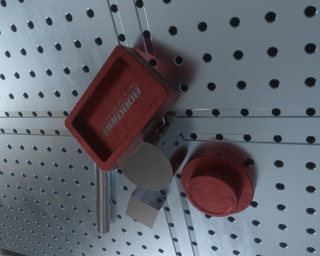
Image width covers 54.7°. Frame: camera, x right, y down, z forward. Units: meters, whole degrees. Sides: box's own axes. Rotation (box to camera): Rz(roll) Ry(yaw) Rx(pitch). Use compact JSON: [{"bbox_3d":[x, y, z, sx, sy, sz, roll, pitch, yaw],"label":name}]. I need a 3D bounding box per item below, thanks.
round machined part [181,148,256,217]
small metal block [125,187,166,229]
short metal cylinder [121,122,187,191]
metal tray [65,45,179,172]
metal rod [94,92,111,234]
[{"bbox_3d":[0.073,0.078,0.409,0.098,0.042,0.097,13,124,20],"label":"round machined part"},{"bbox_3d":[-0.024,0.129,0.502,0.050,0.025,0.050,26,128,11],"label":"small metal block"},{"bbox_3d":[-0.010,0.038,0.423,0.080,0.050,0.079,13,124,20],"label":"short metal cylinder"},{"bbox_3d":[-0.050,-0.022,0.377,0.090,0.030,0.129,47,111,17],"label":"metal tray"},{"bbox_3d":[-0.093,0.064,0.497,0.025,0.025,0.298,18,125,17],"label":"metal rod"}]
